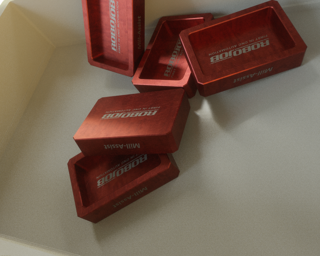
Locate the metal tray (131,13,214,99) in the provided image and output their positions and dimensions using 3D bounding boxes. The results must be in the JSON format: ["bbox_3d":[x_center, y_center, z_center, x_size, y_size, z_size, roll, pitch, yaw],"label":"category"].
[{"bbox_3d":[0.023,-0.108,0.454,0.090,0.030,0.130,8,65,31],"label":"metal tray"}]

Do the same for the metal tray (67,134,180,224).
[{"bbox_3d":[-0.051,0.050,0.396,0.130,0.030,0.090,-31,52,7],"label":"metal tray"}]

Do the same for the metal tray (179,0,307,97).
[{"bbox_3d":[0.099,-0.100,0.388,0.131,0.030,0.090,-18,62,3],"label":"metal tray"}]

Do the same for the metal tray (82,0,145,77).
[{"bbox_3d":[-0.068,-0.149,0.458,0.090,0.129,0.030,20,38,24],"label":"metal tray"}]

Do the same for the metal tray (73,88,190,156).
[{"bbox_3d":[-0.034,-0.008,0.398,0.130,0.030,0.090,-4,39,22],"label":"metal tray"}]
